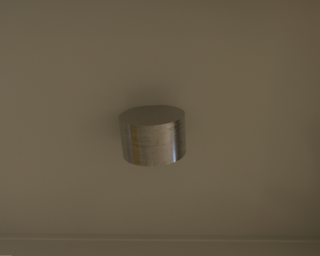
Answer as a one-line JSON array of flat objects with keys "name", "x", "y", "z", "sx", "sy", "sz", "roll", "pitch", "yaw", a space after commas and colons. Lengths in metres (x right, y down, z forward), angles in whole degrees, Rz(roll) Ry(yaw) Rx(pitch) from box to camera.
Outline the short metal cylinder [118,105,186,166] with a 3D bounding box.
[{"name": "short metal cylinder", "x": -0.008, "y": 0.007, "z": 0.384, "sx": 0.080, "sy": 0.080, "sz": 0.050, "roll": -3, "pitch": 110, "yaw": 1}]
